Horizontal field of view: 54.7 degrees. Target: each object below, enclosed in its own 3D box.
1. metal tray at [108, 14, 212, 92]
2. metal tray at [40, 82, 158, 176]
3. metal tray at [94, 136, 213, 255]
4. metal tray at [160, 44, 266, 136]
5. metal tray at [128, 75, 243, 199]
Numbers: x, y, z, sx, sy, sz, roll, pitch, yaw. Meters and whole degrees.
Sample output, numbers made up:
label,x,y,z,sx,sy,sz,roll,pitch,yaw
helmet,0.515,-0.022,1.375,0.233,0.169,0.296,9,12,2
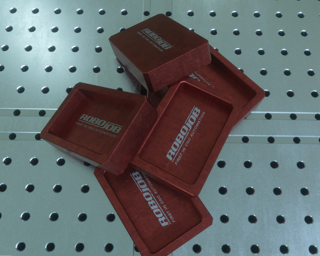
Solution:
label,x,y,z,sx,sy,sz,roll,pitch,yaw
metal tray,-0.004,-0.106,0.416,0.090,0.030,0.130,-29,43,-11
metal tray,-0.077,-0.005,0.377,0.130,0.030,0.090,16,67,37
metal tray,-0.009,0.084,0.378,0.090,0.030,0.130,-31,73,-11
metal tray,0.066,-0.056,0.430,0.090,0.030,0.130,-42,76,-14
metal tray,0.032,0.007,0.375,0.090,0.030,0.130,27,72,9
